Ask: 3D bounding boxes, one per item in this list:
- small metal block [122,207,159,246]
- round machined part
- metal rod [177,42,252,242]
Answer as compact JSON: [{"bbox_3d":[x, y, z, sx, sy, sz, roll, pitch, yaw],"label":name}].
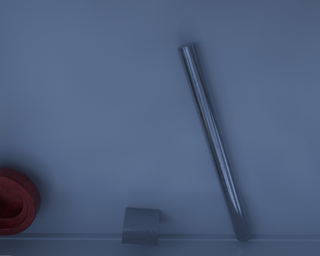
[{"bbox_3d":[-0.027,0.142,0.450,0.050,0.050,0.025,5,110,-2],"label":"small metal block"},{"bbox_3d":[-0.217,0.098,0.435,0.099,0.042,0.097,0,110,-1],"label":"round machined part"},{"bbox_3d":[0.081,0.032,0.424,0.025,0.025,0.298,-18,109,6],"label":"metal rod"}]
